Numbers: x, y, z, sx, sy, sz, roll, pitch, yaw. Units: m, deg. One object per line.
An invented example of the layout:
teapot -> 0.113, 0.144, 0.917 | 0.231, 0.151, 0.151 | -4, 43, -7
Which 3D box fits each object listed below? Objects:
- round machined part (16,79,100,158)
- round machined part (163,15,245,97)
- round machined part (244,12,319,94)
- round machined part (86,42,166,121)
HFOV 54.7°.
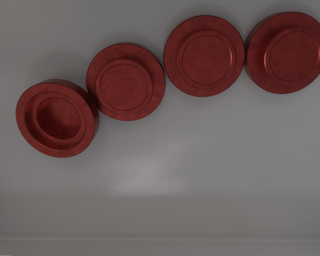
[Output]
round machined part -> -0.124, -0.015, 0.392 | 0.099, 0.042, 0.097 | 2, 112, 6
round machined part -> 0.053, -0.084, 0.372 | 0.099, 0.042, 0.097 | 0, 110, 0
round machined part -> 0.153, -0.088, 0.371 | 0.099, 0.042, 0.097 | 0, 110, 0
round machined part -> -0.042, -0.054, 0.382 | 0.099, 0.042, 0.097 | 0, 110, 0
